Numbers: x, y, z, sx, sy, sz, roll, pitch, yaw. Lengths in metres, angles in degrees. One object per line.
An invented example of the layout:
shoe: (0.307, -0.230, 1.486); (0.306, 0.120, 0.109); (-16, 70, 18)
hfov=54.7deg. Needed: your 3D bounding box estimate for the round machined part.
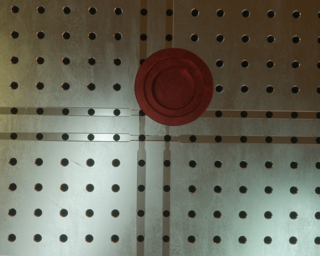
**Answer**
round machined part: (0.018, -0.051, 0.405); (0.099, 0.042, 0.097); (0, 90, -1)
